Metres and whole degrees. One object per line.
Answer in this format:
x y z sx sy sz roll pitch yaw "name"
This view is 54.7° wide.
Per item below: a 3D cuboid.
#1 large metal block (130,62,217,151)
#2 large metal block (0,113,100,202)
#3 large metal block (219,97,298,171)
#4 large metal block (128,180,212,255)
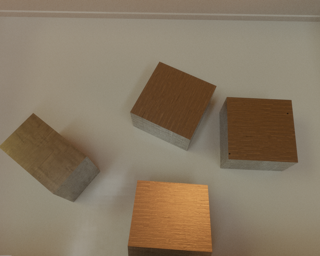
0.017 -0.028 0.407 0.080 0.050 0.080 25 72 8 "large metal block"
-0.124 0.038 0.365 0.080 0.080 0.050 36 74 12 "large metal block"
0.121 0.009 0.395 0.081 0.050 0.080 3 70 0 "large metal block"
0.011 0.107 0.340 0.081 0.050 0.080 4 41 1 "large metal block"
